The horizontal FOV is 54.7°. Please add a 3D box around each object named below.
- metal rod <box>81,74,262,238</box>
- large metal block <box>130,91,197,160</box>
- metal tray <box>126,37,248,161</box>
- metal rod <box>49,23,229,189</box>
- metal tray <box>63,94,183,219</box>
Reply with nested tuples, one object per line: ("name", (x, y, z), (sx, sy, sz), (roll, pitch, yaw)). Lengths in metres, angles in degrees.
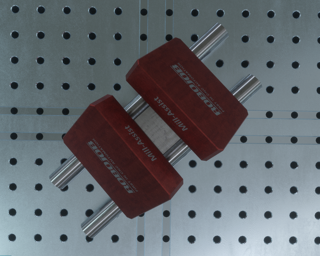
("metal rod", (0.016, 0.037, 0.414), (0.300, 0.025, 0.025), (-42, 91, -1))
("large metal block", (0.001, -0.002, 0.385), (0.080, 0.080, 0.050), (-42, 91, 0))
("metal tray", (0.035, -0.037, 0.359), (0.130, 0.030, 0.090), (47, 46, 0))
("metal rod", (-0.027, -0.030, 0.413), (0.300, 0.025, 0.025), (-43, 91, -1))
("metal tray", (-0.046, 0.037, 0.359), (0.130, 0.030, 0.090), (50, 133, -1))
